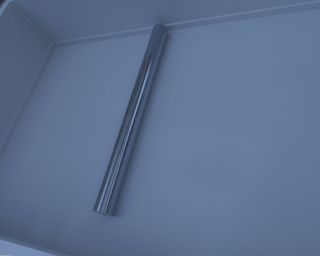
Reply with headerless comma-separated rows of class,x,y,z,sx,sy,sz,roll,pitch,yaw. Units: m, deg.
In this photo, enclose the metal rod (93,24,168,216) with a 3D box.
metal rod,-0.034,-0.028,0.438,0.025,0.025,0.300,1,62,28
